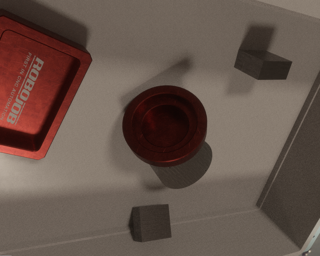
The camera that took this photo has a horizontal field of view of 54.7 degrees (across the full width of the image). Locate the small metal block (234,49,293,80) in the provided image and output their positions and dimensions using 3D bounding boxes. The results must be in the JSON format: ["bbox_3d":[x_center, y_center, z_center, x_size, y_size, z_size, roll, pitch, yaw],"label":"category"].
[{"bbox_3d":[0.138,-0.086,0.417,0.050,0.050,0.025,-5,121,-26],"label":"small metal block"}]

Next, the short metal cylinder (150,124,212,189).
[{"bbox_3d":[0.025,0.038,0.431,0.081,0.050,0.079,-14,125,-21],"label":"short metal cylinder"}]

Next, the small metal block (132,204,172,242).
[{"bbox_3d":[-0.012,0.145,0.476,0.050,0.025,0.050,2,75,-30],"label":"small metal block"}]

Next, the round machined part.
[{"bbox_3d":[0.007,0.001,0.375,0.098,0.098,0.042,-33,156,-7],"label":"round machined part"}]

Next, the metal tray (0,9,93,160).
[{"bbox_3d":[-0.137,-0.036,0.308,0.091,0.030,0.129,19,108,-36],"label":"metal tray"}]
